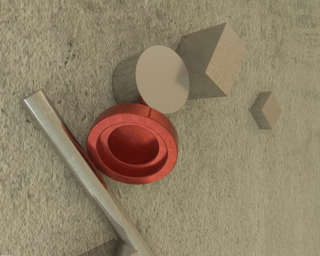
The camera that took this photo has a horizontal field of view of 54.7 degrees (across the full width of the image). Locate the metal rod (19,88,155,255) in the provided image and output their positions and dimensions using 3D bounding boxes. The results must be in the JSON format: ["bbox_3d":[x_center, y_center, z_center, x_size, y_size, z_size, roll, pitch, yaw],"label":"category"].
[{"bbox_3d":[-0.059,0.090,0.356,0.025,0.025,0.299,-43,116,-32],"label":"metal rod"}]

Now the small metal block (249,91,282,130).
[{"bbox_3d":[0.197,-0.032,0.573,0.050,0.025,0.050,52,60,-28],"label":"small metal block"}]

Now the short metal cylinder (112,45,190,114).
[{"bbox_3d":[-0.011,-0.055,0.378,0.081,0.050,0.080,4,84,-39],"label":"short metal cylinder"}]

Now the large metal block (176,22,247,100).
[{"bbox_3d":[0.059,-0.087,0.421,0.050,0.080,0.080,38,66,-34],"label":"large metal block"}]

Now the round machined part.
[{"bbox_3d":[-0.028,0.014,0.348,0.098,0.098,0.042,55,23,-26],"label":"round machined part"}]

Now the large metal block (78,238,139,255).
[{"bbox_3d":[-0.065,0.181,0.336,0.081,0.050,0.079,-13,99,-40],"label":"large metal block"}]
